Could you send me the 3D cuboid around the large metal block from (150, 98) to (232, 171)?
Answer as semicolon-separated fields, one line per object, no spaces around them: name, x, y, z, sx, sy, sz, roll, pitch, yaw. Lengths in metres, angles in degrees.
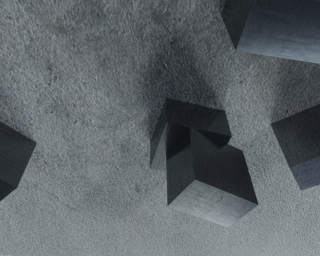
large metal block;0.036;0.015;0.404;0.081;0.050;0.079;12;129;-10

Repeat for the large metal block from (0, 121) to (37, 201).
large metal block;-0.221;0.038;0.401;0.050;0.080;0.080;-36;122;26

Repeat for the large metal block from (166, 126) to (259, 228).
large metal block;0.055;0.055;0.353;0.080;0.080;0.050;24;126;-20

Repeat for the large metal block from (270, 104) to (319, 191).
large metal block;0.198;0.021;0.390;0.080;0.080;0.050;-25;126;19

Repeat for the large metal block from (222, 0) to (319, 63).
large metal block;0.108;-0.105;0.282;0.081;0.080;0.050;7;130;-6
